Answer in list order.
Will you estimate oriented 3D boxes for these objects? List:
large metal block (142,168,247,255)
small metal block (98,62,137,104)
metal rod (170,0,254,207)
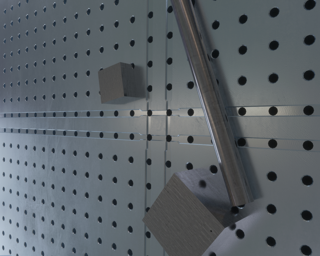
[{"bbox_3d":[0.037,0.106,0.362,0.080,0.050,0.080,45,117,30],"label":"large metal block"},{"bbox_3d":[-0.064,-0.065,0.462,0.050,0.025,0.050,-12,83,39],"label":"small metal block"},{"bbox_3d":[0.052,-0.060,0.366,0.025,0.025,0.299,-24,75,37],"label":"metal rod"}]
